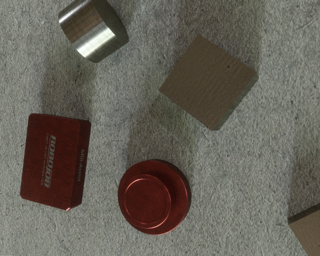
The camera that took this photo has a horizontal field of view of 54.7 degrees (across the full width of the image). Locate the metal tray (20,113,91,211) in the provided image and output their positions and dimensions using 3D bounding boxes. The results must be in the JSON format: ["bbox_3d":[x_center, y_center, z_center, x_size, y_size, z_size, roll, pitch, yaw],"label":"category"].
[{"bbox_3d":[-0.156,0.047,0.461,0.090,0.030,0.129,9,93,19],"label":"metal tray"}]

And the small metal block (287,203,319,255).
[{"bbox_3d":[0.180,0.116,0.346,0.050,0.025,0.050,-34,79,16],"label":"small metal block"}]

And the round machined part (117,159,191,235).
[{"bbox_3d":[-0.012,0.091,0.404,0.098,0.042,0.097,0,90,20],"label":"round machined part"}]

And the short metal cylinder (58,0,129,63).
[{"bbox_3d":[-0.086,-0.134,0.410,0.050,0.080,0.080,-30,80,18],"label":"short metal cylinder"}]

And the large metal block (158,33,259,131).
[{"bbox_3d":[0.060,-0.053,0.375,0.080,0.050,0.080,39,102,15],"label":"large metal block"}]
